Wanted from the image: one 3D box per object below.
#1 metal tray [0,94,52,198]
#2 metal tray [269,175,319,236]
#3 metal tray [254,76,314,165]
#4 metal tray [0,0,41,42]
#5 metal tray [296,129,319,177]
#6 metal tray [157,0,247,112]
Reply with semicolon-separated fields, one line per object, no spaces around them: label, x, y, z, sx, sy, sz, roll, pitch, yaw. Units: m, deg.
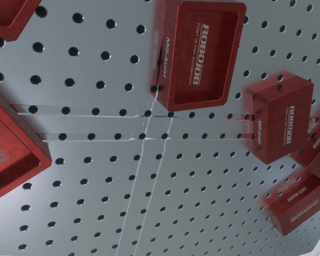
metal tray;-0.186;0.013;0.313;0.090;0.030;0.130;-33;129;-7
metal tray;0.305;0.170;0.678;0.130;0.030;0.090;-34;129;-6
metal tray;0.201;-0.010;0.510;0.091;0.030;0.129;-23;127;-14
metal tray;-0.127;-0.148;0.246;0.090;0.030;0.130;30;102;-38
metal tray;0.339;0.033;0.612;0.090;0.030;0.129;24;105;-37
metal tray;0.048;-0.087;0.379;0.091;0.030;0.129;-9;122;-24
